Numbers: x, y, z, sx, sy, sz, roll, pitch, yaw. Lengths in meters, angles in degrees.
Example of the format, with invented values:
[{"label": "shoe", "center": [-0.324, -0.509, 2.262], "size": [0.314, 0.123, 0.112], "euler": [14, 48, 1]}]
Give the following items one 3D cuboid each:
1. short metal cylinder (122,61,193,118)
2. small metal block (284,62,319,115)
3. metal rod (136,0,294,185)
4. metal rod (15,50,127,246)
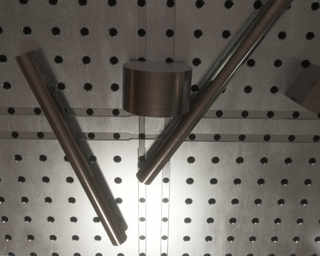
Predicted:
[{"label": "short metal cylinder", "center": [-0.004, -0.048, 0.366], "size": [0.081, 0.080, 0.050], "euler": [3, 110, -2]}, {"label": "small metal block", "center": [0.189, -0.050, 0.384], "size": [0.025, 0.050, 0.050], "euler": [27, 108, -10]}, {"label": "metal rod", "center": [0.062, -0.043, 0.398], "size": [0.025, 0.025, 0.299], "euler": [33, 106, -12]}, {"label": "metal rod", "center": [-0.113, 0.041, 0.426], "size": [0.025, 0.025, 0.298], "euler": [-19, 109, 6]}]
